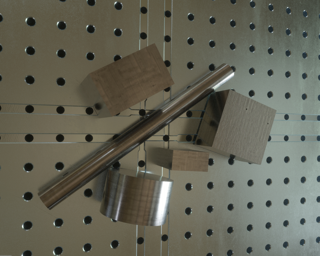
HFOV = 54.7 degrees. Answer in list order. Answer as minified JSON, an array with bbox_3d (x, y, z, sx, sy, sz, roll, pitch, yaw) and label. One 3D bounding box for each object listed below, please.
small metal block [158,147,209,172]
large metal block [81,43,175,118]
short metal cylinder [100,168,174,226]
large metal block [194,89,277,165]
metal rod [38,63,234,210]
[{"bbox_3d":[0.030,0.041,0.412,0.050,0.050,0.025,5,88,-20],"label":"small metal block"},{"bbox_3d":[-0.042,-0.053,0.369,0.080,0.080,0.050,-30,100,-18],"label":"large metal block"},{"bbox_3d":[-0.028,0.081,0.373,0.081,0.080,0.050,12,86,-20],"label":"short metal cylinder"},{"bbox_3d":[0.106,0.000,0.437,0.080,0.050,0.080,21,83,-19],"label":"large metal block"},{"bbox_3d":[-0.019,0.002,0.406,0.301,0.025,0.025,-36,102,-17],"label":"metal rod"}]
